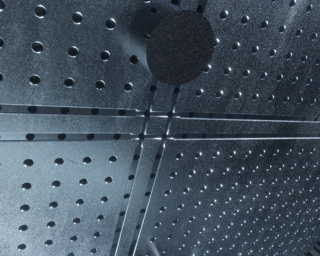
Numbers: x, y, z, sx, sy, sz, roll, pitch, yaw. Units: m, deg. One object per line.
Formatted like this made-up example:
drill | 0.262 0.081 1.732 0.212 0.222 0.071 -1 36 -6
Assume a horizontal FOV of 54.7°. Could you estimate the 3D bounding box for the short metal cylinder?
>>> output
short metal cylinder | 0.012 -0.094 0.344 0.081 0.050 0.079 -14 124 -21
